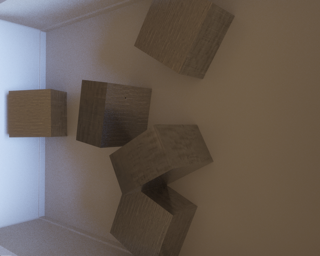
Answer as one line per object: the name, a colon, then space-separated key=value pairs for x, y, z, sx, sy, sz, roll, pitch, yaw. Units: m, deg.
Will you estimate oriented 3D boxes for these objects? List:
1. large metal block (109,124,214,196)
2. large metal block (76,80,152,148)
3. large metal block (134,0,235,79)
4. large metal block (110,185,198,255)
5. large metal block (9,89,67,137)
large metal block: x=0.002 y=0.036 z=0.368 sx=0.080 sy=0.081 sz=0.050 roll=-34 pitch=69 yaw=34
large metal block: x=-0.061 y=-0.019 z=0.419 sx=0.050 sy=0.081 sz=0.079 roll=12 pitch=98 yaw=39
large metal block: x=0.027 y=-0.114 z=0.367 sx=0.080 sy=0.050 sz=0.079 roll=39 pitch=113 yaw=33
large metal block: x=-0.010 y=0.118 z=0.397 sx=0.080 sy=0.050 sz=0.079 roll=29 pitch=108 yaw=36
large metal block: x=-0.213 y=-0.024 z=0.543 sx=0.080 sy=0.050 sz=0.079 roll=-1 pitch=90 yaw=14
